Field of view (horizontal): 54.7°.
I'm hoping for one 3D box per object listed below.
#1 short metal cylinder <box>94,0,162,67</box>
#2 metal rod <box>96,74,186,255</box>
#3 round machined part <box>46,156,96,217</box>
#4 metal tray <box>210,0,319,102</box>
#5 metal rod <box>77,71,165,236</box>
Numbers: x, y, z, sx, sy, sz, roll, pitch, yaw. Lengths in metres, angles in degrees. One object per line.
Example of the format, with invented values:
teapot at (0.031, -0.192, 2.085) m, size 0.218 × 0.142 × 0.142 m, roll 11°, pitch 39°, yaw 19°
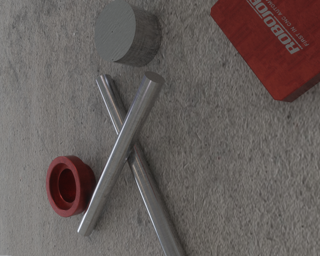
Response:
short metal cylinder at (-0.044, -0.127, 0.425) m, size 0.080 × 0.050 × 0.080 m, roll 0°, pitch 90°, yaw 40°
metal rod at (-0.029, 0.054, 0.428) m, size 0.025 × 0.025 × 0.299 m, roll -37°, pitch 67°, yaw 34°
round machined part at (-0.143, 0.094, 0.512) m, size 0.098 × 0.042 × 0.097 m, roll 0°, pitch 90°, yaw 40°
metal tray at (0.119, -0.101, 0.304) m, size 0.090 × 0.030 × 0.130 m, roll -43°, pitch 64°, yaw 31°
metal rod at (-0.064, 0.055, 0.428) m, size 0.025 × 0.025 × 0.298 m, roll 48°, pitch 127°, yaw 29°
